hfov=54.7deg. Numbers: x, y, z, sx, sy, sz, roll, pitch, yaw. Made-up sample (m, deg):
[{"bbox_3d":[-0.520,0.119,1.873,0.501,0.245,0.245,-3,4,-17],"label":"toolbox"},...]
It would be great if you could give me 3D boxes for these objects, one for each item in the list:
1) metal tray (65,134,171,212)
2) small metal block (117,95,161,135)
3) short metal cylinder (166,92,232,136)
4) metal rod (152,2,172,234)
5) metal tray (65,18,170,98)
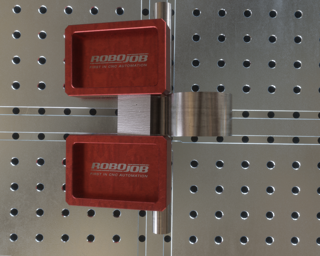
[{"bbox_3d":[-0.053,0.054,0.393,0.131,0.030,0.089,1,90,12],"label":"metal tray"},{"bbox_3d":[-0.027,-0.016,0.399,0.050,0.025,0.050,1,90,31],"label":"small metal block"},{"bbox_3d":[0.048,-0.016,0.383,0.081,0.080,0.050,0,90,0],"label":"short metal cylinder"},{"bbox_3d":[0.003,-0.013,0.409,0.025,0.025,0.298,0,90,0],"label":"metal rod"},{"bbox_3d":[-0.054,-0.085,0.393,0.131,0.030,0.089,0,90,12],"label":"metal tray"}]
